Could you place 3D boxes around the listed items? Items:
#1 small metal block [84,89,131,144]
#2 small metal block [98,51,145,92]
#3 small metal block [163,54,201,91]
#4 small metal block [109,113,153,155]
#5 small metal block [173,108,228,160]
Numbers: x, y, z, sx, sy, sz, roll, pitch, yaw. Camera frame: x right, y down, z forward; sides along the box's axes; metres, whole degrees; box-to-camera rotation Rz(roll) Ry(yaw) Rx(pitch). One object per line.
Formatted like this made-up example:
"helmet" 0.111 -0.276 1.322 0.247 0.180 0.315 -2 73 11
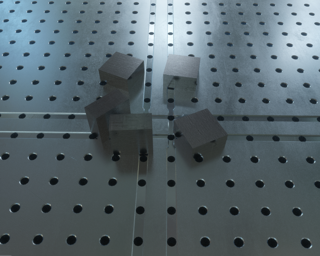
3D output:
"small metal block" -0.066 -0.015 0.404 0.050 0.050 0.025 -35 58 -26
"small metal block" -0.059 -0.088 0.482 0.050 0.025 0.050 21 53 17
"small metal block" 0.034 -0.087 0.481 0.050 0.025 0.050 8 51 7
"small metal block" -0.034 0.008 0.385 0.050 0.050 0.025 -2 50 -2
"small metal block" 0.051 0.007 0.402 0.050 0.025 0.050 -20 53 -16
